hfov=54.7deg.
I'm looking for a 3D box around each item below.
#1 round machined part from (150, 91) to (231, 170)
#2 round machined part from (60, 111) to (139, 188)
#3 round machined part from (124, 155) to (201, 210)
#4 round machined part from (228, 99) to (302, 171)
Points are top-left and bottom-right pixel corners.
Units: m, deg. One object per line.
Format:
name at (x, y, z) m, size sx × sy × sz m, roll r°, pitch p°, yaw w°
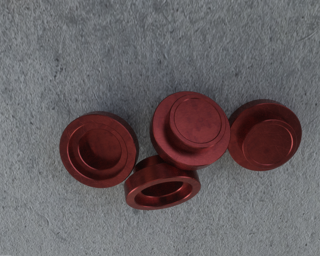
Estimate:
round machined part at (0.039, -0.002, 0.371) m, size 0.099 × 0.042 × 0.098 m, roll 5°, pitch 67°, yaw -11°
round machined part at (-0.075, 0.025, 0.404) m, size 0.099 × 0.042 × 0.097 m, roll 2°, pitch 105°, yaw 6°
round machined part at (0.001, 0.069, 0.410) m, size 0.099 × 0.042 × 0.098 m, roll -9°, pitch 145°, yaw -6°
round machined part at (0.138, 0.014, 0.407) m, size 0.099 × 0.042 × 0.097 m, roll 0°, pitch 110°, yaw 0°
